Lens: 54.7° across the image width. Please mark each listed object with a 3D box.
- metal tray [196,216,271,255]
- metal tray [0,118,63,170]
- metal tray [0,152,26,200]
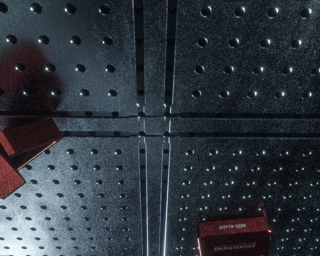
[{"bbox_3d":[0.140,0.213,0.592,0.131,0.030,0.089,-8,130,6],"label":"metal tray"},{"bbox_3d":[-0.200,0.039,0.398,0.130,0.090,0.030,-32,88,24],"label":"metal tray"},{"bbox_3d":[-0.213,0.020,0.361,0.030,0.130,0.090,-40,128,-22],"label":"metal tray"}]
